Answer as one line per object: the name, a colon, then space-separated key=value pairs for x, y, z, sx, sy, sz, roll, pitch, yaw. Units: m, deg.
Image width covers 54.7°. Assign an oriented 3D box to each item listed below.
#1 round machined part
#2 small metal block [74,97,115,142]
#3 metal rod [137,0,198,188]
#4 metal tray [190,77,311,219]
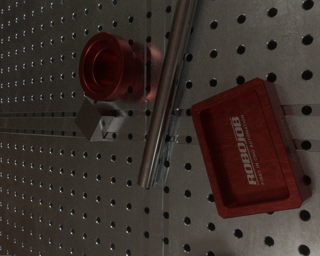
round machined part: x=-0.072 y=-0.087 z=0.456 sx=0.098 sy=0.042 sz=0.097 roll=0 pitch=90 yaw=39
small metal block: x=-0.105 y=-0.014 z=0.494 sx=0.050 sy=0.025 sz=0.050 roll=45 pitch=117 yaw=30
metal rod: x=0.013 y=-0.066 z=0.396 sx=0.025 sy=0.025 sz=0.298 roll=21 pitch=103 yaw=38
metal tray: x=0.091 y=0.023 z=0.329 sx=0.090 sy=0.030 sz=0.129 roll=-22 pitch=76 yaw=37
